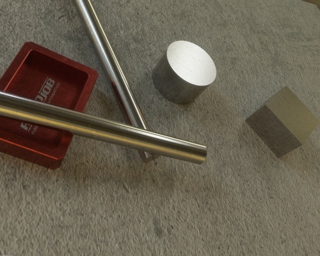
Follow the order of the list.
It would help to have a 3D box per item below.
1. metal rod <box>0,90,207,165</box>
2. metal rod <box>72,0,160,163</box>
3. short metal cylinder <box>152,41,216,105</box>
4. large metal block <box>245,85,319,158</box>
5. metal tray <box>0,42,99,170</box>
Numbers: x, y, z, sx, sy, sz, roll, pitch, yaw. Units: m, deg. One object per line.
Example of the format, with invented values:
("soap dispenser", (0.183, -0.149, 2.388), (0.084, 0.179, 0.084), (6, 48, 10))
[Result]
("metal rod", (-0.085, -0.005, 0.322), (0.302, 0.025, 0.025), (15, 56, -22))
("metal rod", (-0.071, -0.092, 0.422), (0.025, 0.025, 0.299), (-13, 69, -34))
("short metal cylinder", (0.035, -0.081, 0.458), (0.081, 0.050, 0.080), (14, 56, -21))
("large metal block", (0.200, -0.011, 0.505), (0.080, 0.050, 0.081), (50, 51, 6))
("metal tray", (-0.132, -0.028, 0.346), (0.091, 0.030, 0.130), (23, 53, -15))
